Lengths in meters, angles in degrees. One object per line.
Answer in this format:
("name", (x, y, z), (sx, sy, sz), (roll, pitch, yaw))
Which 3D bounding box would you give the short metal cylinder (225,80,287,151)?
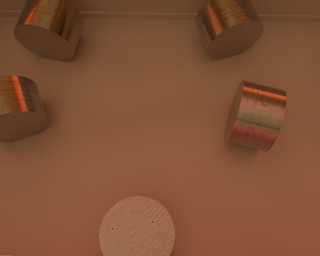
("short metal cylinder", (0.117, -0.015, 0.388), (0.050, 0.080, 0.080), (15, 71, 5))

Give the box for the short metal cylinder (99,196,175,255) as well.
("short metal cylinder", (-0.024, 0.121, 0.352), (0.081, 0.050, 0.080), (0, 70, 0))

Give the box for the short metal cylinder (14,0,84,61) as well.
("short metal cylinder", (-0.152, -0.137, 0.429), (0.080, 0.080, 0.050), (11, 71, 3))

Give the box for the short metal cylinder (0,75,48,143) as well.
("short metal cylinder", (-0.188, -0.022, 0.386), (0.081, 0.080, 0.050), (-20, 72, -7))

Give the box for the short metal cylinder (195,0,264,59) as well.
("short metal cylinder", (0.096, -0.141, 0.433), (0.081, 0.080, 0.050), (-17, 71, -6))
